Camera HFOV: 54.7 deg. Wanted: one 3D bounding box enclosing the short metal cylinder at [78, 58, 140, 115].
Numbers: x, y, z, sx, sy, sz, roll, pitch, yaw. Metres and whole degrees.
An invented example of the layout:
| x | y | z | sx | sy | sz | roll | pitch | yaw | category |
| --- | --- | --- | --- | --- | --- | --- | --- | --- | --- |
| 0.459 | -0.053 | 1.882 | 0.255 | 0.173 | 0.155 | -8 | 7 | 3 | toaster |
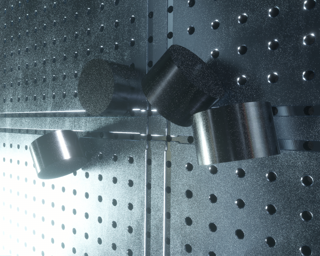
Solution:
| x | y | z | sx | sy | sz | roll | pitch | yaw | category |
| --- | --- | --- | --- | --- | --- | --- | --- | --- | --- |
| -0.076 | -0.058 | 0.456 | 0.080 | 0.050 | 0.079 | 0 | 90 | 40 | short metal cylinder |

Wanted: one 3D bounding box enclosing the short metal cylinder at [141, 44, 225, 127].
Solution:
| x | y | z | sx | sy | sz | roll | pitch | yaw | category |
| --- | --- | --- | --- | --- | --- | --- | --- | --- | --- |
| 0.026 | -0.048 | 0.352 | 0.050 | 0.081 | 0.080 | -45 | 63 | 31 | short metal cylinder |

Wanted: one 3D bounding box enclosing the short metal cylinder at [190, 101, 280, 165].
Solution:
| x | y | z | sx | sy | sz | roll | pitch | yaw | category |
| --- | --- | --- | --- | --- | --- | --- | --- | --- | --- |
| 0.074 | 0.007 | 0.312 | 0.080 | 0.081 | 0.050 | -14 | 81 | 39 | short metal cylinder |

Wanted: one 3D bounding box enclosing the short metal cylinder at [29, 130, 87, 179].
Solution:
| x | y | z | sx | sy | sz | roll | pitch | yaw | category |
| --- | --- | --- | --- | --- | --- | --- | --- | --- | --- |
| -0.168 | 0.045 | 0.512 | 0.080 | 0.081 | 0.050 | -38 | 67 | 33 | short metal cylinder |
